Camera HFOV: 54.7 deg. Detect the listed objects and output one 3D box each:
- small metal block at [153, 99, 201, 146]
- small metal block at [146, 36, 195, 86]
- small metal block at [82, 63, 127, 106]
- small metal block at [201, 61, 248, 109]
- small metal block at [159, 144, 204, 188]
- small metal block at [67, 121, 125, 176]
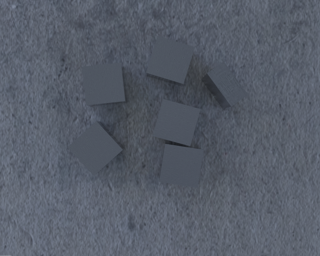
[{"bbox_3d":[0.021,-0.007,0.410,0.050,0.025,0.050,15,90,-1],"label":"small metal block"},{"bbox_3d":[0.013,-0.088,0.410,0.050,0.025,0.050,17,90,-1],"label":"small metal block"},{"bbox_3d":[-0.072,-0.057,0.409,0.050,0.025,0.050,-6,90,-1],"label":"small metal block"},{"bbox_3d":[0.082,-0.053,0.399,0.025,0.050,0.050,-36,90,0],"label":"small metal block"},{"bbox_3d":[0.028,0.049,0.410,0.050,0.025,0.050,9,90,-1],"label":"small metal block"},{"bbox_3d":[-0.083,0.026,0.409,0.050,0.025,0.050,-42,91,0],"label":"small metal block"}]
